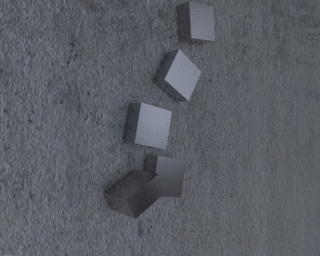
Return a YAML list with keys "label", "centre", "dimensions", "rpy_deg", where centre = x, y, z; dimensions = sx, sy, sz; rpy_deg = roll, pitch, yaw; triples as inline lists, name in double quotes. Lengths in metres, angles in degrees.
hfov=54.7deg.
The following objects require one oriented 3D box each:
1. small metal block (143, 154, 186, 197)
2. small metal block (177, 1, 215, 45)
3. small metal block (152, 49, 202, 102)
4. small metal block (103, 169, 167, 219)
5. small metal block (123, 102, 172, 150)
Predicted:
- label: "small metal block"
  centre: [0.005, 0.063, 0.408]
  dimensions: [0.050, 0.025, 0.050]
  rpy_deg: [14, 81, -39]
- label: "small metal block"
  centre: [0.053, -0.150, 0.448]
  dimensions: [0.050, 0.025, 0.050]
  rpy_deg: [-7, 94, -40]
- label: "small metal block"
  centre: [0.024, -0.071, 0.424]
  dimensions: [0.050, 0.025, 0.050]
  rpy_deg: [38, 67, -34]
- label: "small metal block"
  centre: [-0.030, 0.075, 0.363]
  dimensions: [0.050, 0.050, 0.025]
  rpy_deg: [-35, 111, -34]
- label: "small metal block"
  centre: [-0.015, -0.002, 0.392]
  dimensions: [0.050, 0.025, 0.050]
  rpy_deg: [14, 81, -39]
